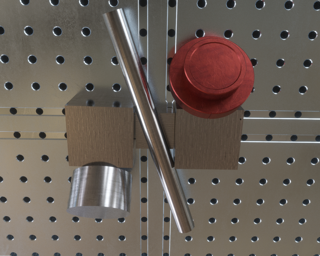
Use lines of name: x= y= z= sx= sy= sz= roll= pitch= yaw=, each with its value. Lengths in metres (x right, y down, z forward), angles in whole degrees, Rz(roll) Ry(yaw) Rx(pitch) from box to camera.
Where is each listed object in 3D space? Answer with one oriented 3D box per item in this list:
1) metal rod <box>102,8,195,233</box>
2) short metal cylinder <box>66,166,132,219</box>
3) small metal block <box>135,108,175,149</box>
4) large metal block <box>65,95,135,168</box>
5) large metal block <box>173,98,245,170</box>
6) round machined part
metal rod: x=-0.008 y=0.006 z=0.388 sx=0.025 sy=0.025 sz=0.298 roll=-16 pitch=110 yaw=6
short metal cylinder: x=-0.078 y=0.087 z=0.408 sx=0.080 sy=0.050 sz=0.080 roll=1 pitch=153 yaw=1
small metal block: x=-0.006 y=0.000 z=0.414 sx=0.050 sy=0.025 sz=0.050 roll=1 pitch=110 yaw=-1
large metal block: x=-0.073 y=0.003 z=0.401 sx=0.081 sy=0.050 sz=0.079 roll=2 pitch=110 yaw=-1
large metal block: x=0.059 y=0.007 z=0.404 sx=0.081 sy=0.050 sz=0.079 roll=1 pitch=110 yaw=-1
round machined part: x=0.060 y=-0.063 z=0.355 sx=0.099 sy=0.042 sz=0.098 roll=0 pitch=75 yaw=-1
